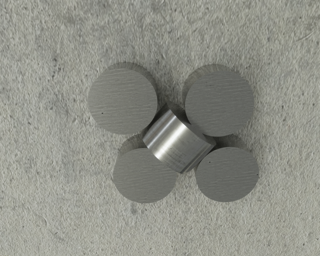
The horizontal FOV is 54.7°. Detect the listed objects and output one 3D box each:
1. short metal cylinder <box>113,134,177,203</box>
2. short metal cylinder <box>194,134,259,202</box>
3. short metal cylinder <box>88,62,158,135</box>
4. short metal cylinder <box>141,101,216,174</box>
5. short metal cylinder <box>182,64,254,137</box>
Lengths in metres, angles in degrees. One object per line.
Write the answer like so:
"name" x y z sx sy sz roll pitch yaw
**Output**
"short metal cylinder" -0.019 0.053 0.416 0.081 0.050 0.079 0 110 -1
"short metal cylinder" 0.086 0.052 0.417 0.081 0.050 0.079 0 110 -1
"short metal cylinder" -0.043 -0.038 0.382 0.081 0.050 0.079 0 110 -1
"short metal cylinder" 0.023 0.011 0.386 0.080 0.080 0.050 38 106 -13
"short metal cylinder" 0.069 -0.035 0.384 0.081 0.050 0.079 0 110 -1
